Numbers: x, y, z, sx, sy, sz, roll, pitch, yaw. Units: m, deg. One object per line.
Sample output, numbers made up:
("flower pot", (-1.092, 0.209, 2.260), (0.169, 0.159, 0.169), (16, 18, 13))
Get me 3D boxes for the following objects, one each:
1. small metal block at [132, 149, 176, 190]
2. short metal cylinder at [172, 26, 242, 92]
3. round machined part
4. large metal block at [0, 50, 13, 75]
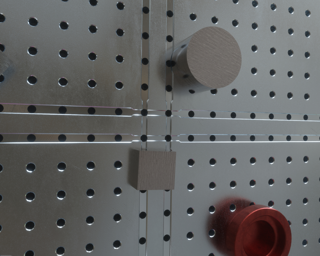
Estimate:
("small metal block", (-0.008, 0.055, 0.410), (0.050, 0.025, 0.050), (3, 89, -20))
("short metal cylinder", (0.062, -0.091, 0.422), (0.081, 0.050, 0.080), (0, 90, -20))
("round machined part", (0.140, 0.161, 0.455), (0.099, 0.042, 0.097), (0, 90, -20))
("large metal block", (-0.208, -0.067, 0.299), (0.050, 0.080, 0.080), (34, 77, 14))
